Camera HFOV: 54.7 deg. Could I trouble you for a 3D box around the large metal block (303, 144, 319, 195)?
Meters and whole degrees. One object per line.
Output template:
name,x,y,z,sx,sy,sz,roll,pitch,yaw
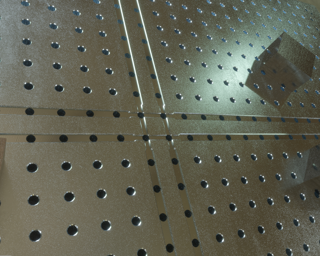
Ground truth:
large metal block,0.291,0.075,0.507,0.080,0.050,0.080,38,51,-4

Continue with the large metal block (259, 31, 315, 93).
large metal block,0.252,-0.130,0.611,0.080,0.050,0.080,35,51,-5

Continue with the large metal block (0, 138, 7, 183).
large metal block,-0.183,0.050,0.263,0.081,0.050,0.080,9,58,-24
